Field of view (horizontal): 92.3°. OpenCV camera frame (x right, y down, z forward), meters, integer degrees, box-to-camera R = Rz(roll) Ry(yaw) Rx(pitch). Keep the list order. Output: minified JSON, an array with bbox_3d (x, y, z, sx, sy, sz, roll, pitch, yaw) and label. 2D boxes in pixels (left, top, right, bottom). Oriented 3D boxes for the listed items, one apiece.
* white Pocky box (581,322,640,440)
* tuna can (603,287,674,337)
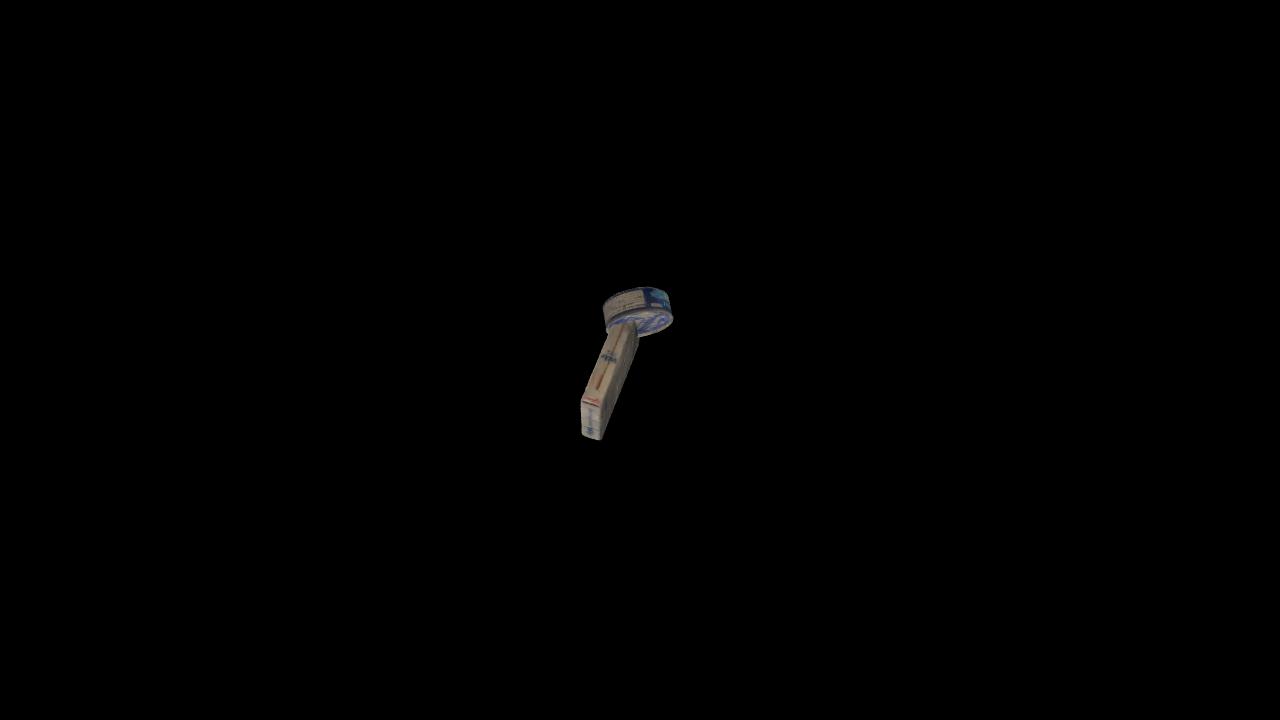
[{"bbox_3d":[-0.034,0.012,0.747,0.028,0.154,0.084,16,-34,7],"label":"white Pocky box"},{"bbox_3d":[-0.003,-0.057,0.753,0.084,0.034,0.084,-9,-18,-3],"label":"tuna can"}]
